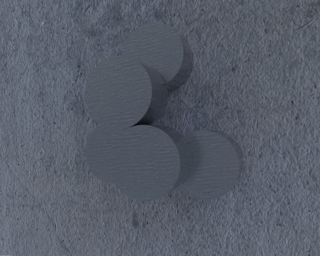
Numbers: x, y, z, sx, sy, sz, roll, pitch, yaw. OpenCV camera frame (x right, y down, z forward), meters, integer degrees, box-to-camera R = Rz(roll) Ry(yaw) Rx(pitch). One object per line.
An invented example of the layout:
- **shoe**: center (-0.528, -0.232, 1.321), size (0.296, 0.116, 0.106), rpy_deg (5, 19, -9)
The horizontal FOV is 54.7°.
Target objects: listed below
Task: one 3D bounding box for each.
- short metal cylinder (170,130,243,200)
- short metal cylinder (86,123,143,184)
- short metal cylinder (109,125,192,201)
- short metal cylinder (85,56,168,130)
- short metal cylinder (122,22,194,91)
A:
- **short metal cylinder**: center (0.058, 0.042, 0.376), size (0.080, 0.050, 0.080), rpy_deg (0, 90, 20)
- **short metal cylinder**: center (-0.051, 0.031, 0.415), size (0.080, 0.050, 0.080), rpy_deg (0, 90, 20)
- **short metal cylinder**: center (-0.009, 0.036, 0.346), size (0.080, 0.050, 0.080), rpy_deg (0, 90, 19)
- **short metal cylinder**: center (-0.037, -0.038, 0.356), size (0.080, 0.050, 0.080), rpy_deg (0, 90, 20)
- **short metal cylinder**: center (-0.002, -0.088, 0.398), size (0.080, 0.050, 0.080), rpy_deg (0, 90, 20)
